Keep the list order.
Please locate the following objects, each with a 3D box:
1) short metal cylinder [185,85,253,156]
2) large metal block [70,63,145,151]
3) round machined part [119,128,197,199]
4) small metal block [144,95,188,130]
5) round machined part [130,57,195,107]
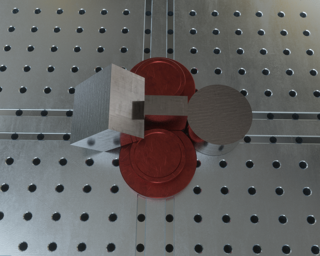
[{"bbox_3d":[0.073,-0.009,0.401,0.081,0.050,0.080,0,70,0],"label":"short metal cylinder"},{"bbox_3d":[-0.065,-0.021,0.384,0.050,0.080,0.080,18,63,-42],"label":"large metal block"},{"bbox_3d":[-0.003,0.038,0.389,0.099,0.042,0.098,0,70,0],"label":"round machined part"},{"bbox_3d":[0.007,-0.018,0.381,0.050,0.050,0.025,1,70,0],"label":"small metal block"},{"bbox_3d":[-0.001,-0.056,0.423,0.099,0.042,0.098,0,70,0],"label":"round machined part"}]
